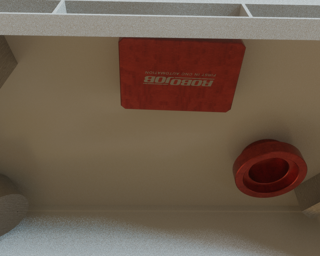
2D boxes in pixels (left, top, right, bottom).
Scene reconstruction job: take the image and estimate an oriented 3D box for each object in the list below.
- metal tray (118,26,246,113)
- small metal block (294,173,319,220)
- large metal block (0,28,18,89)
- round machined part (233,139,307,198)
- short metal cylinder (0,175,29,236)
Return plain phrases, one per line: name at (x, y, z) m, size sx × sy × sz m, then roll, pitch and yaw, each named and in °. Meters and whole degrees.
metal tray at (0.021, -0.064, 0.352) m, size 0.131 × 0.030 × 0.089 m, roll 2°, pitch 130°, yaw -2°
small metal block at (0.244, 0.106, 0.485) m, size 0.025 × 0.050 × 0.050 m, roll 37°, pitch 121°, yaw -18°
large metal block at (-0.195, -0.076, 0.305) m, size 0.050 × 0.080 × 0.080 m, roll -6°, pitch 130°, yaw 5°
round machined part at (0.154, 0.054, 0.447) m, size 0.099 × 0.042 × 0.097 m, roll -1°, pitch 130°, yaw 0°
short metal cylinder at (-0.247, 0.117, 0.461) m, size 0.050 × 0.081 × 0.079 m, roll 34°, pitch 138°, yaw 30°
